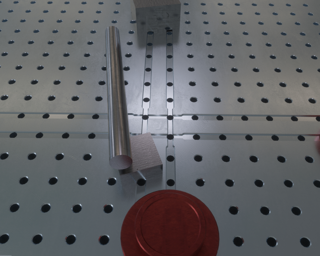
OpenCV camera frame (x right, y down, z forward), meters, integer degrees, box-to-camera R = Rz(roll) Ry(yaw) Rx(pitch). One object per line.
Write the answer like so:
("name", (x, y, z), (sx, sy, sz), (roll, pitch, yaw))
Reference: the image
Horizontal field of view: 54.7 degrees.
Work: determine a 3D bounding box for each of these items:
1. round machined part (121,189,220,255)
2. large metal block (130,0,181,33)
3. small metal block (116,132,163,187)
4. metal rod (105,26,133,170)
("round machined part", (0.010, 0.104, 0.309), (0.099, 0.042, 0.098), (0, 50, 0))
("large metal block", (-0.011, -0.226, 0.581), (0.081, 0.050, 0.080), (-9, 51, -8))
("small metal block", (-0.028, 0.037, 0.376), (0.050, 0.025, 0.050), (-14, 52, -12))
("metal rod", (-0.064, -0.066, 0.443), (0.025, 0.025, 0.300), (-6, 45, -5))
